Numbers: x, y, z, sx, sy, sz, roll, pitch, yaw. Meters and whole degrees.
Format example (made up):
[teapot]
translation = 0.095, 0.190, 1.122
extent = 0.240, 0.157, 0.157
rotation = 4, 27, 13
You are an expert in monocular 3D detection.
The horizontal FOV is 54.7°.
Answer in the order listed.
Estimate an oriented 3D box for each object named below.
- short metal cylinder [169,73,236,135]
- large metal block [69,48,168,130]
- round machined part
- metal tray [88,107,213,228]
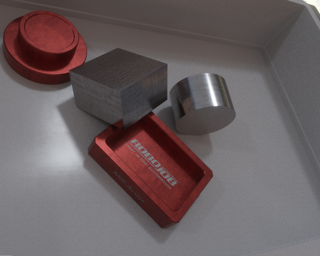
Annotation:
[short metal cylinder]
translation = 0.057, -0.030, 0.421
extent = 0.081, 0.080, 0.050
rotation = 4, 60, -27
[large metal block]
translation = -0.047, -0.051, 0.374
extent = 0.080, 0.050, 0.080
rotation = 25, 44, 29
[round machined part]
translation = -0.139, -0.106, 0.385
extent = 0.099, 0.042, 0.098
rotation = 14, 56, -21
[metal tray]
translation = -0.009, 0.042, 0.373
extent = 0.130, 0.030, 0.090
rotation = 45, 51, 3
